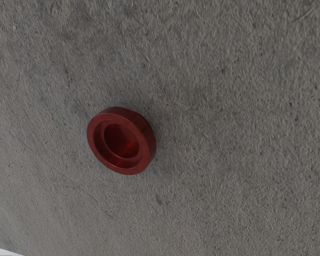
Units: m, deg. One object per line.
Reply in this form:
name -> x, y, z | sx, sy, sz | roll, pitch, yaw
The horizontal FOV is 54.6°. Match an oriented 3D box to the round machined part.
round machined part -> -0.049, 0.014, 0.431 | 0.098, 0.042, 0.097 | 13, 124, 21
